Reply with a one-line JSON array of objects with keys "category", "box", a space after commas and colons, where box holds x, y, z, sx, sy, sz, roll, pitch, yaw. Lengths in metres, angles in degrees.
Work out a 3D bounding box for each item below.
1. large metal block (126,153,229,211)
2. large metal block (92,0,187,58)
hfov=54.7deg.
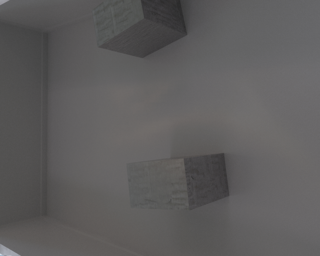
[{"category": "large metal block", "box": [0.021, 0.059, 0.354, 0.080, 0.081, 0.050, -10, 84, 39]}, {"category": "large metal block", "box": [-0.026, -0.133, 0.392, 0.080, 0.081, 0.050, -17, 79, 39]}]
